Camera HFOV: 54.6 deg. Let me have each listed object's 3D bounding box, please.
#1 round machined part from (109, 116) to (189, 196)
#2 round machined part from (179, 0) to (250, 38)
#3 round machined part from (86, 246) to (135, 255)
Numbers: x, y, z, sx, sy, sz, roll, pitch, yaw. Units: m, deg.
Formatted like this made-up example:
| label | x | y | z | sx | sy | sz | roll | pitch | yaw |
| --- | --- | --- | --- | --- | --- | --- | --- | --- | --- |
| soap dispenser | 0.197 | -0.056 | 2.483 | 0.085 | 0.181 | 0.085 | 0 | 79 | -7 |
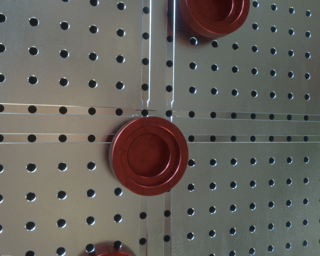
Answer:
| label | x | y | z | sx | sy | sz | roll | pitch | yaw |
| --- | --- | --- | --- | --- | --- | --- | --- | --- | --- |
| round machined part | -0.017 | 0.034 | 0.397 | 0.099 | 0.042 | 0.097 | 0 | 90 | -20 |
| round machined part | 0.071 | -0.173 | 0.429 | 0.099 | 0.042 | 0.097 | 0 | 90 | -20 |
| round machined part | -0.061 | 0.202 | 0.381 | 0.099 | 0.042 | 0.097 | 0 | 90 | -20 |
